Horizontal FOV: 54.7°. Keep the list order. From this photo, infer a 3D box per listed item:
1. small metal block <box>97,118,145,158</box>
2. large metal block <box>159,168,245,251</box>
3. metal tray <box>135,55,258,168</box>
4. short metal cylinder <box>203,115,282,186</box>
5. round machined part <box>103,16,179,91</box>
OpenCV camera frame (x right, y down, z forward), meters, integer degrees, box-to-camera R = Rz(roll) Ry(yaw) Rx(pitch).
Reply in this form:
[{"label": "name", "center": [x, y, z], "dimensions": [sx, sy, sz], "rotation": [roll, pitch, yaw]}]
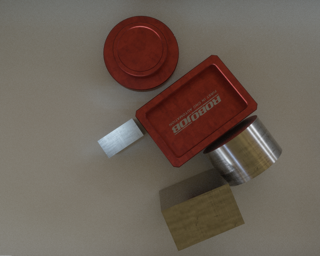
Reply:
[{"label": "small metal block", "center": [-0.048, 0.012, 0.398], "dimensions": [0.050, 0.050, 0.025], "rotation": [-34, 90, 0]}, {"label": "large metal block", "center": [0.047, 0.096, 0.383], "dimensions": [0.080, 0.080, 0.050], "rotation": [-23, 95, 0]}, {"label": "metal tray", "center": [0.046, -0.021, 0.402], "dimensions": [0.130, 0.030, 0.090], "rotation": [-37, 82, -1]}, {"label": "short metal cylinder", "center": [0.102, 0.028, 0.385], "dimensions": [0.080, 0.080, 0.050], "rotation": [-37, 91, 0]}, {"label": "round machined part", "center": [-0.024, -0.098, 0.403], "dimensions": [0.099, 0.042, 0.097], "rotation": [0, 90, -1]}]
